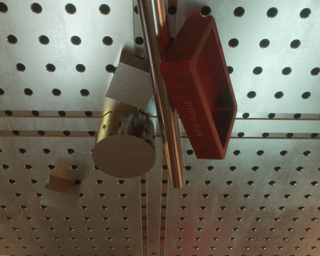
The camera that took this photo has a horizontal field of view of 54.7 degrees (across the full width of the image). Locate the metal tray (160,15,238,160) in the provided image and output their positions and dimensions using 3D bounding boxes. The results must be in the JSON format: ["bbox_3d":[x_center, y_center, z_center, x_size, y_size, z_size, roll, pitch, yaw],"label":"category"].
[{"bbox_3d":[0.049,-0.039,0.333,0.030,0.090,0.130,-1,134,29],"label":"metal tray"}]

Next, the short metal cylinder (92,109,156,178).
[{"bbox_3d":[-0.046,0.022,0.413,0.081,0.050,0.079,0,130,0],"label":"short metal cylinder"}]

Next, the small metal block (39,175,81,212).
[{"bbox_3d":[-0.151,0.099,0.473,0.050,0.050,0.025,18,100,-15],"label":"small metal block"}]

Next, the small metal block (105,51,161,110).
[{"bbox_3d":[-0.031,-0.055,0.365,0.050,0.025,0.050,18,128,-16],"label":"small metal block"}]

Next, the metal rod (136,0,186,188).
[{"bbox_3d":[0.010,-0.016,0.374,0.025,0.025,0.298,-6,138,4],"label":"metal rod"}]
